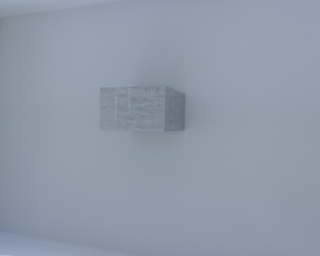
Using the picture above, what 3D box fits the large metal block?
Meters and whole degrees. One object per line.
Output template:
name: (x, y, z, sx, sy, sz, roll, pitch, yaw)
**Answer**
large metal block: (-0.019, -0.022, 0.386, 0.080, 0.080, 0.050, 1, 91, 20)
